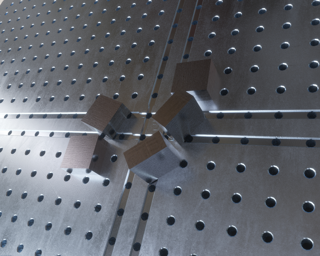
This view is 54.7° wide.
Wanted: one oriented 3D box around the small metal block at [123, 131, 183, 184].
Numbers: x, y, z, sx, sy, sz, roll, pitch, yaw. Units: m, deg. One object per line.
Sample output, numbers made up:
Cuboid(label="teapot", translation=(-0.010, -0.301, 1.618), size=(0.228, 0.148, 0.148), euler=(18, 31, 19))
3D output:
Cuboid(label="small metal block", translation=(-0.007, 0.037, 0.373), size=(0.050, 0.050, 0.025), euler=(-32, 52, 7))

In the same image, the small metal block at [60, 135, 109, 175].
Cuboid(label="small metal block", translation=(-0.107, 0.038, 0.439), size=(0.050, 0.025, 0.050), euler=(-3, 60, 26))

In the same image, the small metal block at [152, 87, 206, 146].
Cuboid(label="small metal block", translation=(0.025, -0.013, 0.386), size=(0.050, 0.050, 0.025), euler=(-48, 52, -5))

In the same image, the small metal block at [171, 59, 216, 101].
Cuboid(label="small metal block", translation=(0.046, -0.064, 0.422), size=(0.050, 0.025, 0.050), euler=(-2, 61, 26))

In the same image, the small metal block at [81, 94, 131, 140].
Cuboid(label="small metal block", translation=(-0.080, -0.017, 0.459), size=(0.050, 0.025, 0.050), euler=(23, 74, 36))
